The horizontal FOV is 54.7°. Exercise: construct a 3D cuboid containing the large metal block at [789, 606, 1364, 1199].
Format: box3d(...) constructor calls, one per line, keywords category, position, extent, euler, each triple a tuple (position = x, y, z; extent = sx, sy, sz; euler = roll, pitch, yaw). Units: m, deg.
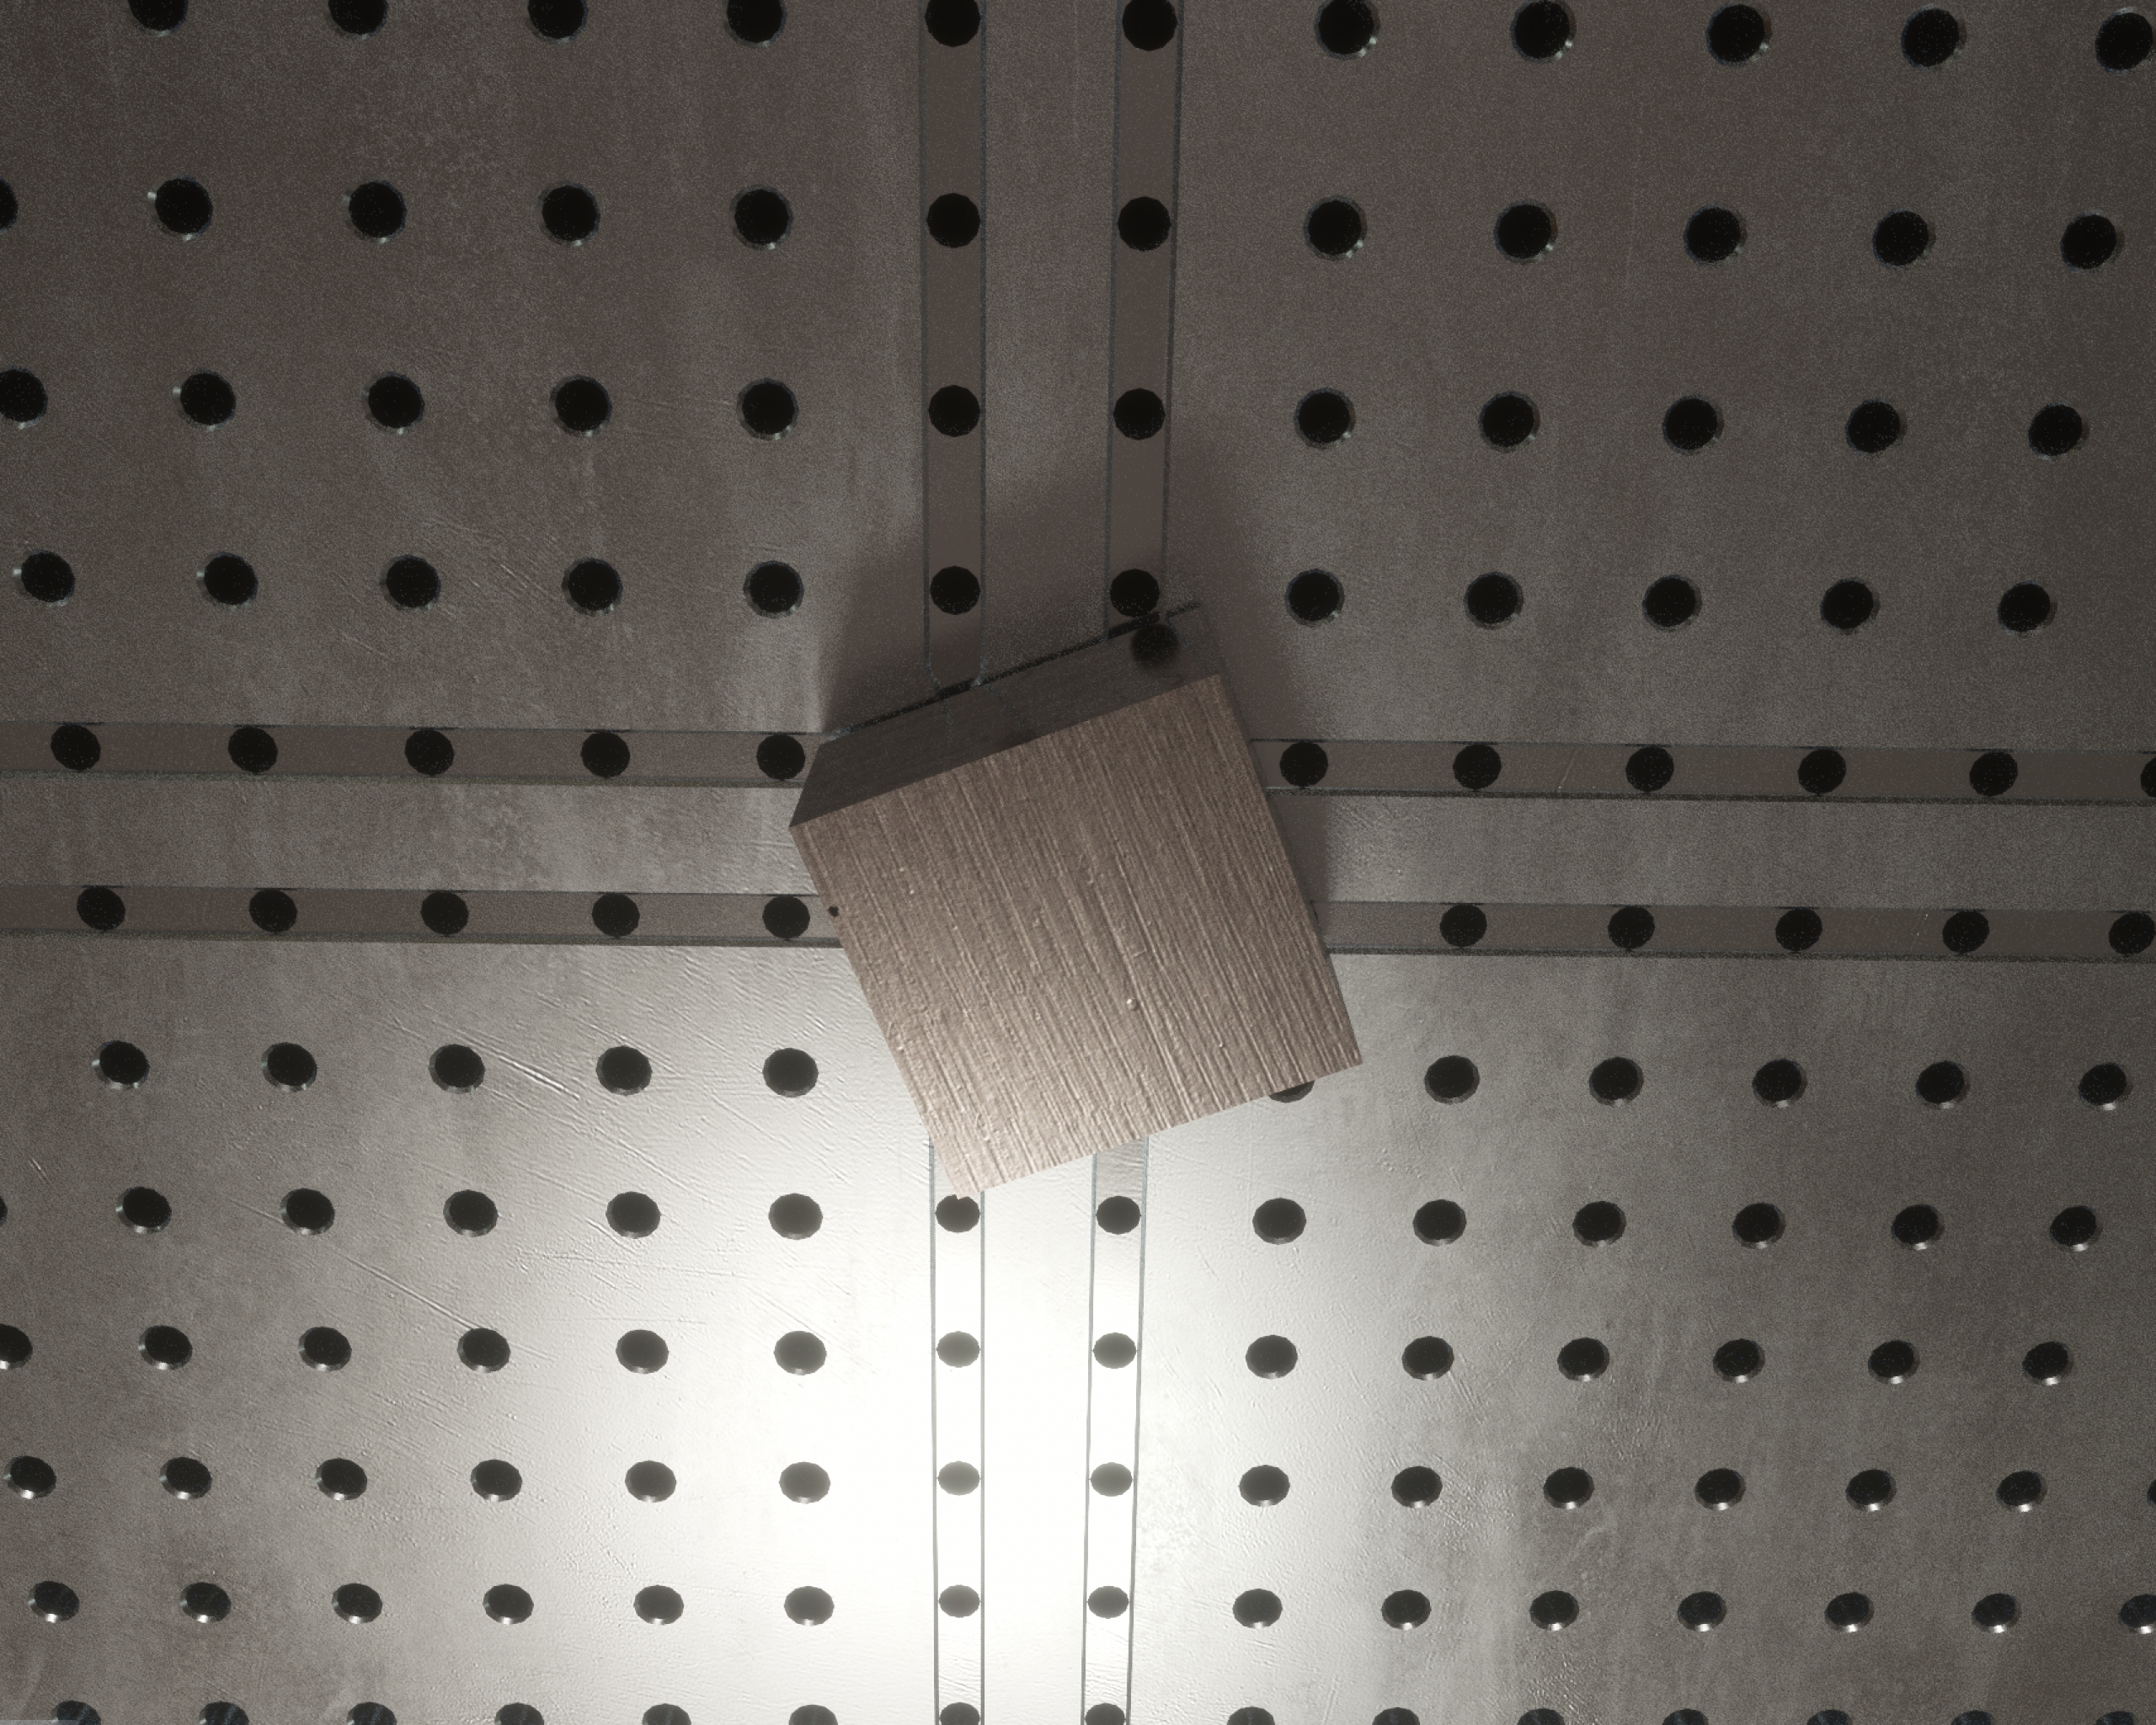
box3d(category="large metal block", position=(0.001, 0.007, 0.400), extent=(0.080, 0.050, 0.080), euler=(-20, 109, 6))
